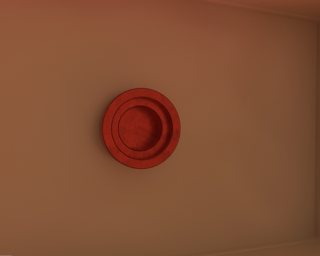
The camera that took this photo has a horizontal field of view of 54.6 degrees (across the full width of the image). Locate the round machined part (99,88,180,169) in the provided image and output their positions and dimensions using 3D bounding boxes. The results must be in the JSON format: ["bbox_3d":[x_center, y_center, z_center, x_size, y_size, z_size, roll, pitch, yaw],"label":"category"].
[{"bbox_3d":[-0.027,0.001,0.391,0.099,0.042,0.097,0,90,-20],"label":"round machined part"}]
